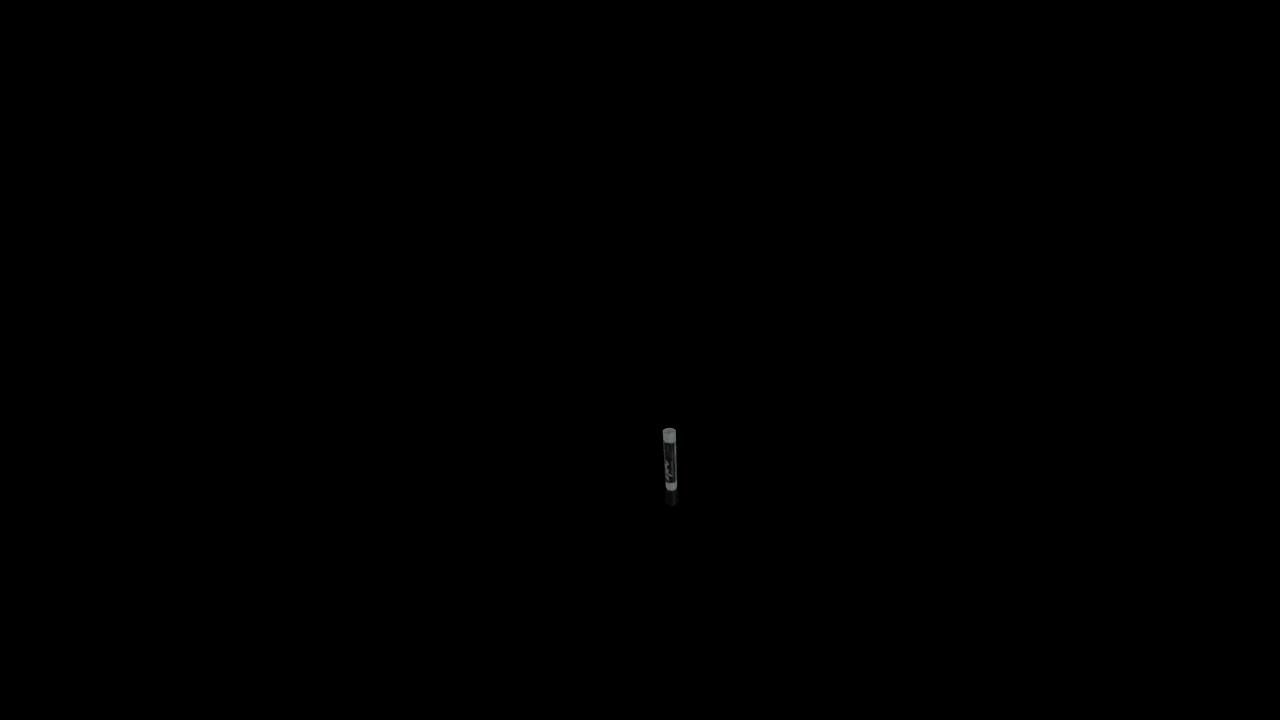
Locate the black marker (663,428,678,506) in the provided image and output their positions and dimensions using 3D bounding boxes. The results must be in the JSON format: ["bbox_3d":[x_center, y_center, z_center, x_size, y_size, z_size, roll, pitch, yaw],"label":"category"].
[{"bbox_3d":[0.044,0.155,0.877,0.020,0.121,0.020,-3,20,1],"label":"black marker"}]
